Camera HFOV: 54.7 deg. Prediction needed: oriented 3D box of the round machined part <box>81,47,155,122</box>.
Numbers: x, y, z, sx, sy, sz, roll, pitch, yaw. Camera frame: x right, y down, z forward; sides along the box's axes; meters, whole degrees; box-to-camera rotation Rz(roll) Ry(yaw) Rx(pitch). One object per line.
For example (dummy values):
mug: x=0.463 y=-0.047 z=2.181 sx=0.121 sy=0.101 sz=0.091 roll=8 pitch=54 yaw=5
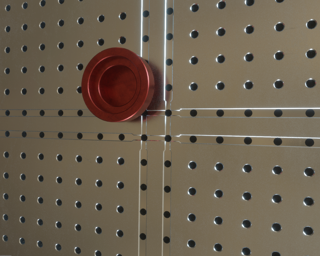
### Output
round machined part: x=-0.053 y=-0.056 z=0.421 sx=0.098 sy=0.042 sz=0.097 roll=0 pitch=90 yaw=19
